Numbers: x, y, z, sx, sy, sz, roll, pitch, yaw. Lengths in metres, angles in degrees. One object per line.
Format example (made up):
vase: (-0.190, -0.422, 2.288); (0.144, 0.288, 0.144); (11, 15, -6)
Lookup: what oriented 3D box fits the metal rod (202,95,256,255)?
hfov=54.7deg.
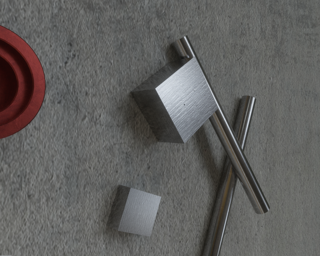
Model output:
metal rod: (0.111, 0.088, 0.500); (0.025, 0.025, 0.299); (28, 72, -37)

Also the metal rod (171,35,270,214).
metal rod: (0.096, 0.004, 0.465); (0.025, 0.025, 0.299); (-38, 107, -34)

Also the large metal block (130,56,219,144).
large metal block: (0.021, -0.036, 0.408); (0.080, 0.050, 0.080); (-43, 117, -31)

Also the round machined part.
round machined part: (-0.155, -0.038, 0.265); (0.099, 0.042, 0.097); (0, 90, -40)

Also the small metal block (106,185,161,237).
small metal block: (-0.031, 0.102, 0.381); (0.050, 0.025, 0.050); (26, 73, -37)
